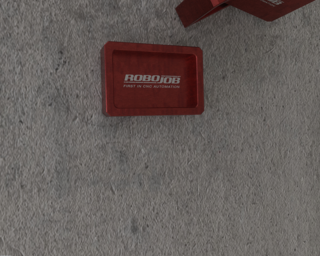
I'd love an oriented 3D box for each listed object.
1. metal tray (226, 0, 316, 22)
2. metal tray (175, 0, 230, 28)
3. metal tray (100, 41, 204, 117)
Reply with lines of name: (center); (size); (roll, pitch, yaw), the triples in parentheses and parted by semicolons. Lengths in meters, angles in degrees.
metal tray: (0.129, -0.189, 0.406); (0.131, 0.090, 0.030); (13, 82, -23)
metal tray: (0.094, -0.183, 0.408); (0.131, 0.090, 0.030); (-31, 100, -17)
metal tray: (-0.008, -0.061, 0.402); (0.131, 0.030, 0.089); (-2, 91, -20)
